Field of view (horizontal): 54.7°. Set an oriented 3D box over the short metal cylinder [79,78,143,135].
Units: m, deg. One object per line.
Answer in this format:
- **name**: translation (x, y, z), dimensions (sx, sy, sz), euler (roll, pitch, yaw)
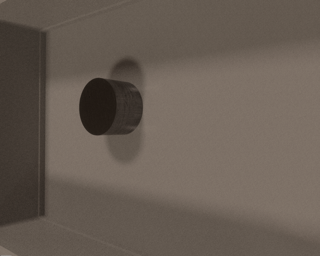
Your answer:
- **short metal cylinder**: translation (-0.071, -0.030, 0.447), dimensions (0.080, 0.050, 0.079), euler (0, 90, 39)
